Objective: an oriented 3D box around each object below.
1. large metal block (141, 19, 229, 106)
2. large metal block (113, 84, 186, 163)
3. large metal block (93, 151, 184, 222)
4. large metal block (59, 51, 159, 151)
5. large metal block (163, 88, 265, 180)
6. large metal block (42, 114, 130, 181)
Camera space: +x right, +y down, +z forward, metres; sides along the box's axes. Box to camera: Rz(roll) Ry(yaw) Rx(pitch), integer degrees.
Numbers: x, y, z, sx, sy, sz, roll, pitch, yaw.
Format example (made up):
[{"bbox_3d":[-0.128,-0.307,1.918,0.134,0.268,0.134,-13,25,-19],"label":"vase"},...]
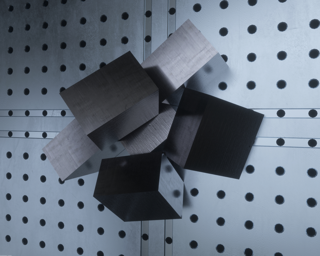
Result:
[{"bbox_3d":[0.030,-0.073,0.373,0.080,0.080,0.050,-41,78,15],"label":"large metal block"},{"bbox_3d":[-0.015,-0.011,0.406,0.080,0.050,0.080,-41,77,15],"label":"large metal block"},{"bbox_3d":[-0.022,0.076,0.384,0.080,0.080,0.050,-9,51,20],"label":"large metal block"},{"bbox_3d":[-0.049,-0.025,0.334,0.080,0.080,0.050,-34,78,-9],"label":"large metal block"},{"bbox_3d":[0.060,0.007,0.355,0.050,0.081,0.080,31,104,59],"label":"large metal block"},{"bbox_3d":[-0.092,0.022,0.415,0.080,0.080,0.050,-40,78,15],"label":"large metal block"}]
